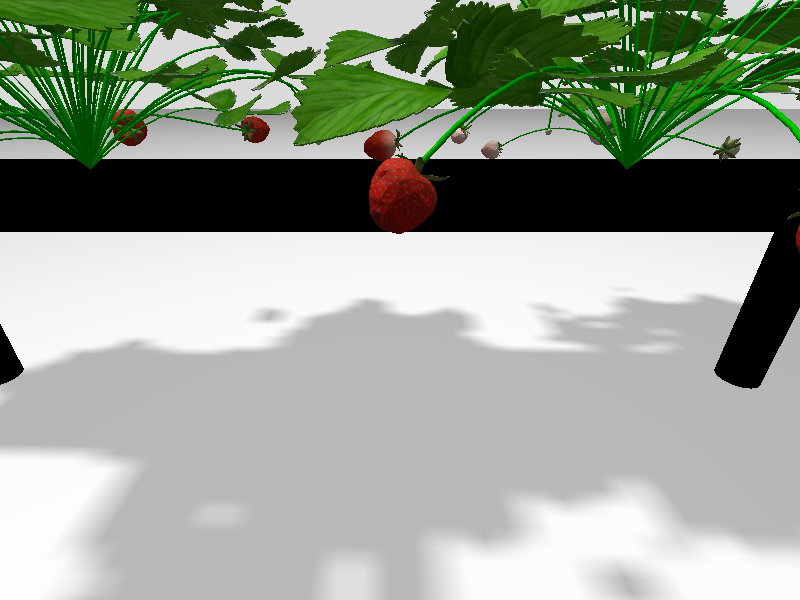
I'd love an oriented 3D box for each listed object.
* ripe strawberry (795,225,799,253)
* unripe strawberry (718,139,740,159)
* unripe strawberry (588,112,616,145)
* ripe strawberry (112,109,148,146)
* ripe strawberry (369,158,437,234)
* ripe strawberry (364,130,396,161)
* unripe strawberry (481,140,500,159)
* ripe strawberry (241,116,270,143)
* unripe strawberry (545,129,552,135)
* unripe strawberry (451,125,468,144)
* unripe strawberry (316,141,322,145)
[{"bbox_3d":[0.149,-0.020,0.125,0.032,0.034,0.035,5,37,9],"label":"ripe strawberry"},{"bbox_3d":[0.314,-0.143,0.380,0.017,0.018,0.016,-11,29,-21],"label":"unripe strawberry"},{"bbox_3d":[0.251,-0.212,0.493,0.033,0.038,0.036,8,27,16],"label":"unripe strawberry"},{"bbox_3d":[-0.323,-0.206,0.480,0.036,0.041,0.039,-10,28,-18],"label":"ripe strawberry"},{"bbox_3d":[-0.001,-0.042,0.169,0.027,0.029,0.030,26,-10,40],"label":"ripe strawberry"},{"bbox_3d":[-0.018,-0.139,0.360,0.030,0.026,0.030,-4,26,12],"label":"ripe strawberry"},{"bbox_3d":[0.087,-0.144,0.384,0.017,0.017,0.016,1,24,32],"label":"unripe strawberry"},{"bbox_3d":[-0.183,-0.217,0.510,0.035,0.031,0.032,10,28,18],"label":"ripe strawberry"},{"bbox_3d":[0.207,-0.234,0.558,0.009,0.010,0.010,2,27,3],"label":"unripe strawberry"},{"bbox_3d":[0.073,-0.206,0.499,0.020,0.023,0.022,-16,-5,-28],"label":"unripe strawberry"},{"bbox_3d":[-0.093,-0.182,0.458,0.010,0.010,0.009,-21,34,-35],"label":"unripe strawberry"}]
